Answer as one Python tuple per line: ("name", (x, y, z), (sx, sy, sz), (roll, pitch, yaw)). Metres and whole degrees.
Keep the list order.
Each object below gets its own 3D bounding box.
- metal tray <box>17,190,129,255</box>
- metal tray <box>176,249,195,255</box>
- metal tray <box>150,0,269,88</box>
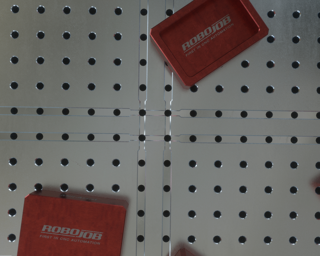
("metal tray", (-0.113, 0.136, 0.410), (0.131, 0.030, 0.089), (8, 90, -1))
("metal tray", (0.056, 0.238, 0.411), (0.130, 0.030, 0.090), (36, 90, -1))
("metal tray", (0.064, -0.124, 0.411), (0.130, 0.030, 0.090), (-34, 90, -1))
